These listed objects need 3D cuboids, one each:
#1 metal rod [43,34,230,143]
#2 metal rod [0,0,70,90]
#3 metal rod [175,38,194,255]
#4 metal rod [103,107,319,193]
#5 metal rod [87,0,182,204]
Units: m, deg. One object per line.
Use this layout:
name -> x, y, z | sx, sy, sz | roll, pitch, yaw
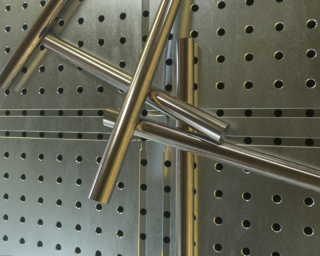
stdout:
metal rod -> -0.047, -0.062, 0.410 | 0.300, 0.025, 0.025 | 30, 100, 23
metal rod -> -0.161, -0.181, 0.467 | 0.025, 0.025, 0.299 | 44, 103, 14
metal rod -> 0.032, 0.036, 0.400 | 0.025, 0.025, 0.298 | 0, 90, 19
metal rod -> 0.075, 0.028, 0.365 | 0.301, 0.025, 0.025 | 17, 96, 11
metal rod -> -0.021, -0.058, 0.372 | 0.025, 0.025, 0.299 | 15, 77, 19
